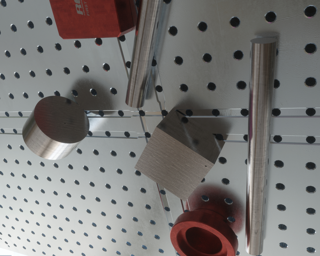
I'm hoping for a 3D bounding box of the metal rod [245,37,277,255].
[{"bbox_3d":[0.118,0.044,0.375,0.025,0.025,0.298,7,122,24],"label":"metal rod"}]

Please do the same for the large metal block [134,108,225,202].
[{"bbox_3d":[0.024,0.036,0.403,0.080,0.050,0.079,33,129,6],"label":"large metal block"}]

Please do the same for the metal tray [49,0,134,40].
[{"bbox_3d":[-0.086,-0.169,0.347,0.090,0.030,0.129,5,121,25],"label":"metal tray"}]

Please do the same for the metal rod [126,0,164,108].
[{"bbox_3d":[-0.005,-0.151,0.319,0.025,0.025,0.298,23,127,14],"label":"metal rod"}]

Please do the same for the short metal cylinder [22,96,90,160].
[{"bbox_3d":[-0.152,0.000,0.453,0.080,0.080,0.050,46,129,-4],"label":"short metal cylinder"}]

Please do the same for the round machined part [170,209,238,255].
[{"bbox_3d":[0.068,0.161,0.463,0.098,0.042,0.097,13,124,20],"label":"round machined part"}]
